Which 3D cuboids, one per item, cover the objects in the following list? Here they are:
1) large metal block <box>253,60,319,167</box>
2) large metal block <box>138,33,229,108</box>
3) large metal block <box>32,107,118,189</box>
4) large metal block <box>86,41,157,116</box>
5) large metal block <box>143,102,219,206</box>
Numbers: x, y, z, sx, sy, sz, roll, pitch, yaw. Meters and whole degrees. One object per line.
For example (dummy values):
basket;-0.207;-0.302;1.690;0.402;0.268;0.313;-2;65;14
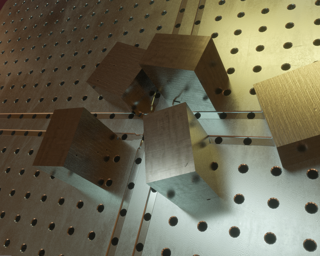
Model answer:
large metal block;0.152;-0.015;0.322;0.080;0.050;0.080;-19;54;17
large metal block;0.033;-0.074;0.402;0.080;0.080;0.050;15;70;34
large metal block;-0.108;0.029;0.414;0.050;0.080;0.080;-2;61;27
large metal block;-0.049;-0.076;0.465;0.080;0.050;0.080;26;76;37
large metal block;0.024;0.032;0.342;0.050;0.080;0.080;-17;55;19
